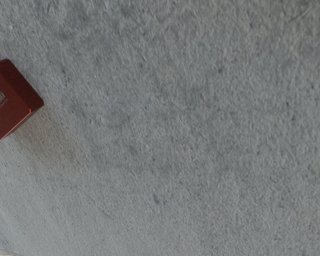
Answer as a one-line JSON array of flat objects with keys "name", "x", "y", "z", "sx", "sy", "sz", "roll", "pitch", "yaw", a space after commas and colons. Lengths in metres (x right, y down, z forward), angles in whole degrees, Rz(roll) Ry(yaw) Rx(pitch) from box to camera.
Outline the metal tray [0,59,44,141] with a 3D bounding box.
[{"name": "metal tray", "x": -0.259, "y": -0.043, "z": 0.511, "sx": 0.130, "sy": 0.030, "sz": 0.090, "roll": -29, "pitch": 103, "yaw": 37}]
